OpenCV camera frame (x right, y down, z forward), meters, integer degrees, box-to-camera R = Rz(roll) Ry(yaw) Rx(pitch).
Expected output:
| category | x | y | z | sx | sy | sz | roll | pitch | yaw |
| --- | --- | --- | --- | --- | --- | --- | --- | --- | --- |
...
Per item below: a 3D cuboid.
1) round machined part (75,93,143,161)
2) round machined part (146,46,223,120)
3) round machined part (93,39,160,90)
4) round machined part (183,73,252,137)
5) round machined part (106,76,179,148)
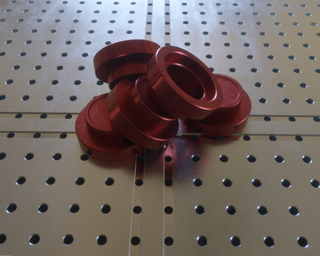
| category | x | y | z | sx | sy | sz | roll | pitch | yaw |
| --- | --- | --- | --- | --- | --- | --- | --- | --- | --- |
| round machined part | -0.061 | -0.009 | 0.403 | 0.099 | 0.042 | 0.098 | 0 | 50 | 0 |
| round machined part | 0.025 | -0.050 | 0.376 | 0.099 | 0.042 | 0.098 | 24 | 43 | -24 |
| round machined part | -0.041 | -0.080 | 0.433 | 0.099 | 0.098 | 0.042 | -10 | 77 | -8 |
| round machined part | 0.077 | -0.038 | 0.429 | 0.099 | 0.042 | 0.098 | 0 | 50 | 0 |
| round machined part | -0.013 | -0.026 | 0.388 | 0.098 | 0.042 | 0.098 | 28 | 39 | -25 |
